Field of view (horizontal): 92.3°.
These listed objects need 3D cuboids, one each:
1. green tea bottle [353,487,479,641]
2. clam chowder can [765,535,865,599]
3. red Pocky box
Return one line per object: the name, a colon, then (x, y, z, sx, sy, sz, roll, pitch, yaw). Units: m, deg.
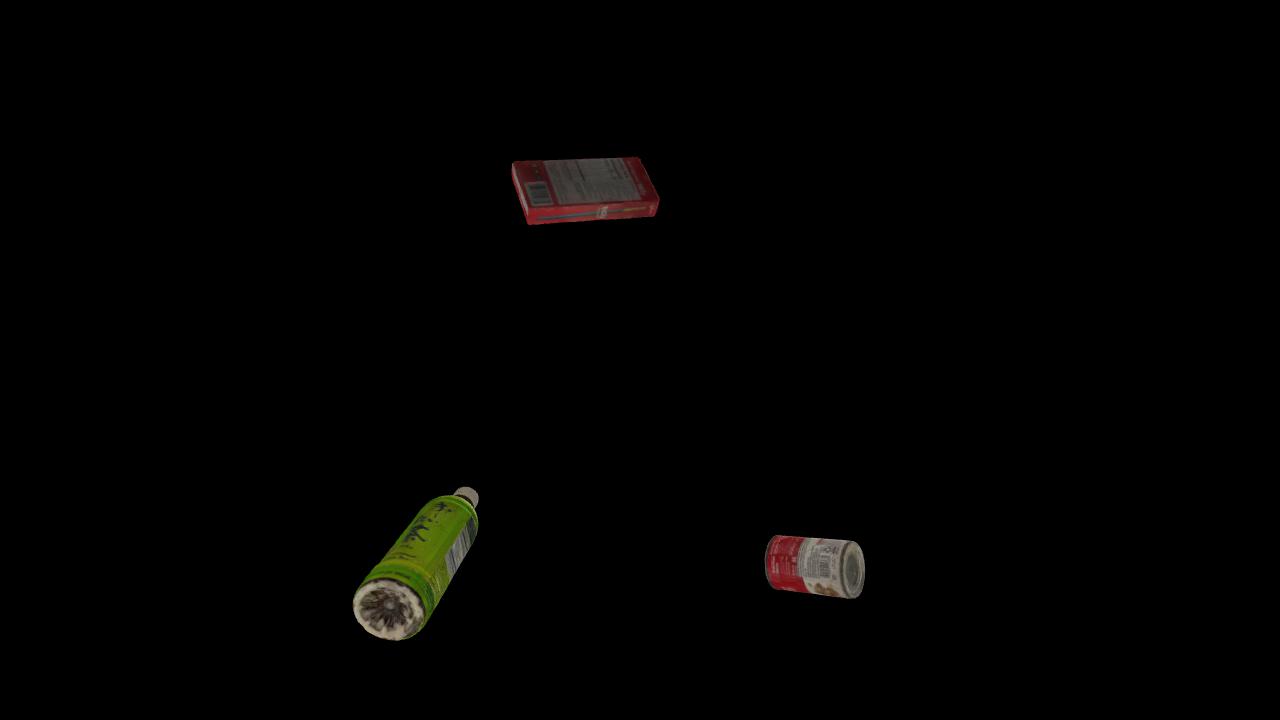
green tea bottle: (-0.216, 0.196, 0.645, 0.073, 0.073, 0.212, 0, 14, 5)
clam chowder can: (0.215, 0.253, 0.757, 0.102, 0.068, 0.068, -10, -6, 40)
red Pocky box: (-0.062, -0.195, 0.704, 0.155, 0.083, 0.028, -9, -34, -20)
